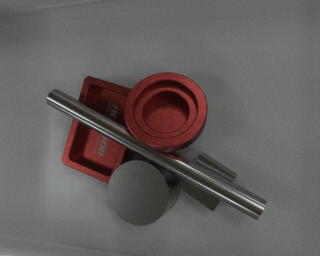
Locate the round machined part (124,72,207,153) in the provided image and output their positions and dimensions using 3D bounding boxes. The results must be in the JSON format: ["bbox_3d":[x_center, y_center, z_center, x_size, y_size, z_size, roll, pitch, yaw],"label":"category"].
[{"bbox_3d":[0.008,-0.016,0.383,0.099,0.042,0.098,-2,68,5],"label":"round machined part"}]

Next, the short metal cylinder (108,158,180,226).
[{"bbox_3d":[-0.019,0.079,0.401,0.080,0.050,0.079,0,90,19],"label":"short metal cylinder"}]

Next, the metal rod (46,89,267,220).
[{"bbox_3d":[-0.016,0.025,0.383,0.301,0.025,0.025,27,99,15],"label":"metal rod"}]

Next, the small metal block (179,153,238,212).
[{"bbox_3d":[0.060,0.066,0.387,0.050,0.025,0.050,33,100,16],"label":"small metal block"}]

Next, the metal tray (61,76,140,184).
[{"bbox_3d":[-0.076,0.002,0.431,0.090,0.030,0.129,20,96,18],"label":"metal tray"}]
